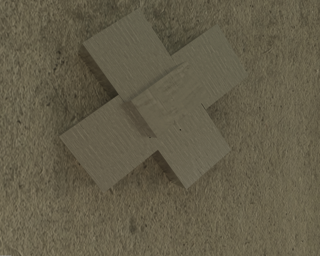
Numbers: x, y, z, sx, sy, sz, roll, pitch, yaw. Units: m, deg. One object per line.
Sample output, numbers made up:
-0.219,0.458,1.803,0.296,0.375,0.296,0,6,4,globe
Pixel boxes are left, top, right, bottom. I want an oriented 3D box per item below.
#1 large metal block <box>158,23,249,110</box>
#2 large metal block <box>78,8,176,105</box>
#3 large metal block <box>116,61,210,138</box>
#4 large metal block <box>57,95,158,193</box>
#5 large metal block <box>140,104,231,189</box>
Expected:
0.057,-0.079,0.418,0.080,0.050,0.080,-38,103,-16,large metal block
-0.041,-0.085,0.382,0.080,0.050,0.080,-38,103,-16,large metal block
0.000,-0.033,0.382,0.080,0.080,0.050,-38,103,-16,large metal block
-0.064,0.017,0.373,0.080,0.050,0.080,-38,103,-16,large metal block
0.032,0.020,0.409,0.080,0.050,0.080,-38,103,-16,large metal block
